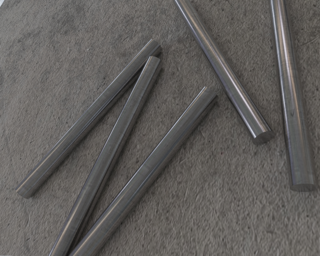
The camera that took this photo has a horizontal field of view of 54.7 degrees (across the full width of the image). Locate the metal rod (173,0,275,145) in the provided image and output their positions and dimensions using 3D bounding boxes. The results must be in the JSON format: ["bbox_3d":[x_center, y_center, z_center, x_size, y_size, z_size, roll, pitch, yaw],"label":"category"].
[{"bbox_3d":[0.074,-0.102,0.427,0.025,0.025,0.299,-28,52,11],"label":"metal rod"}]

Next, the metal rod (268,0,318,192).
[{"bbox_3d":[0.151,-0.073,0.368,0.025,0.025,0.299,-8,58,24],"label":"metal rod"}]

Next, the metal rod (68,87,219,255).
[{"bbox_3d":[-0.028,0.071,0.375,0.025,0.025,0.300,32,79,38],"label":"metal rod"}]

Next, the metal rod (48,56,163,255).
[{"bbox_3d":[-0.065,0.029,0.420,0.025,0.025,0.300,12,67,33],"label":"metal rod"}]

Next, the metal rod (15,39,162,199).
[{"bbox_3d":[-0.103,-0.018,0.468,0.300,0.025,0.025,-49,51,-7],"label":"metal rod"}]
